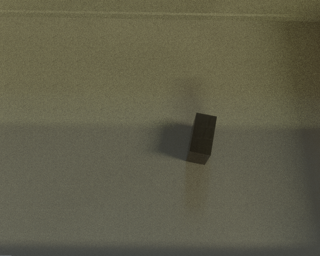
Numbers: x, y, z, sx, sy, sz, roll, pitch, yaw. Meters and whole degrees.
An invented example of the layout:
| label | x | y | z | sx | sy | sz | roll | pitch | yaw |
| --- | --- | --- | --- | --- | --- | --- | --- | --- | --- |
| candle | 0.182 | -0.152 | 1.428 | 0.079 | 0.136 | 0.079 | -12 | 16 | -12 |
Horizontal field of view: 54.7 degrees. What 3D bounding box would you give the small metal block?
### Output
| label | x | y | z | sx | sy | sz | roll | pitch | yaw |
| --- | --- | --- | --- | --- | --- | --- | --- | --- | --- |
| small metal block | 0.052 | 0.015 | 0.392 | 0.025 | 0.050 | 0.050 | 11 | 70 | 4 |
